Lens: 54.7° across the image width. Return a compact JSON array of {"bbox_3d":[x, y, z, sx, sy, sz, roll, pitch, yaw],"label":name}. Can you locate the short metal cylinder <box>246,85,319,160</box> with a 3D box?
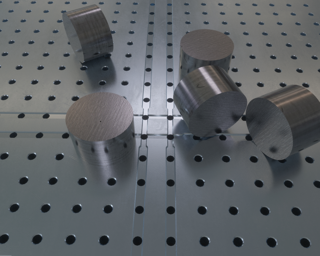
[{"bbox_3d":[0.151,-0.007,0.379,0.050,0.080,0.080,-21,53,-17],"label":"short metal cylinder"}]

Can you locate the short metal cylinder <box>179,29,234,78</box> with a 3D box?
[{"bbox_3d":[0.071,-0.110,0.485,0.081,0.050,0.080,0,50,0],"label":"short metal cylinder"}]

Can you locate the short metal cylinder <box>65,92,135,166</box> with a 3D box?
[{"bbox_3d":[-0.072,0.000,0.390,0.081,0.050,0.080,0,50,0],"label":"short metal cylinder"}]

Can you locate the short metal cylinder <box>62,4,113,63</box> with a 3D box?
[{"bbox_3d":[-0.116,-0.151,0.498,0.050,0.080,0.080,-25,55,-20],"label":"short metal cylinder"}]

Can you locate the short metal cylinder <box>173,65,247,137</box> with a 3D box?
[{"bbox_3d":[0.064,-0.033,0.400,0.081,0.080,0.050,-16,52,-13],"label":"short metal cylinder"}]
